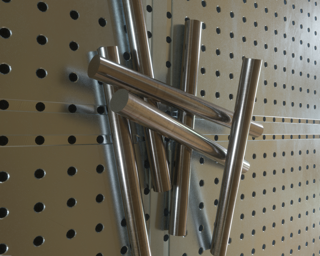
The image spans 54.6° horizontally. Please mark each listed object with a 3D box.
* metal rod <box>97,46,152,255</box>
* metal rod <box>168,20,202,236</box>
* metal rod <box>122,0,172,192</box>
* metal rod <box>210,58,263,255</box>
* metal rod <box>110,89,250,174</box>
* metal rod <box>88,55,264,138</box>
[{"bbox_3d":[-0.039,0.055,0.375,0.025,0.025,0.298,-14,99,-39],"label":"metal rod"},{"bbox_3d":[0.036,-0.003,0.437,0.025,0.025,0.299,8,85,-40],"label":"metal rod"},{"bbox_3d":[-0.020,-0.065,0.391,0.025,0.025,0.298,-15,100,-39],"label":"metal rod"},{"bbox_3d":[0.107,0.052,0.447,0.025,0.025,0.298,-7,110,-40],"label":"metal rod"},{"bbox_3d":[0.050,0.019,0.414,0.301,0.025,0.025,27,73,-48],"label":"metal rod"},{"bbox_3d":[0.045,-0.030,0.411,0.302,0.025,0.025,17,80,-39],"label":"metal rod"}]
